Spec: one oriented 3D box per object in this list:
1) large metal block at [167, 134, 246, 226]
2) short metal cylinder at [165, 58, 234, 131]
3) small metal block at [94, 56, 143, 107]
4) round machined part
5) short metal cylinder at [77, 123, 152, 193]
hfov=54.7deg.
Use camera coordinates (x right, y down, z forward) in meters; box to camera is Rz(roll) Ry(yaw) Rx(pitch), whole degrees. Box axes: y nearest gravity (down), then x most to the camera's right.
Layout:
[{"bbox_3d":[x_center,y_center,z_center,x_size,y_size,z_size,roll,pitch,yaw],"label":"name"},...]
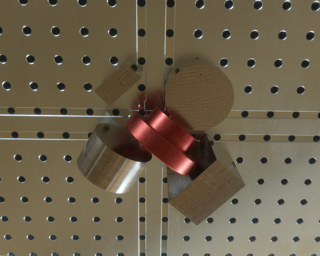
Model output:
[{"bbox_3d":[0.056,0.066,0.410,0.050,0.080,0.080,42,105,-14],"label":"large metal block"},{"bbox_3d":[0.046,-0.043,0.384,0.081,0.050,0.079,0,110,-1],"label":"short metal cylinder"},{"bbox_3d":[-0.049,-0.058,0.378,0.050,0.050,0.025,-40,106,13],"label":"small metal block"},{"bbox_3d":[0.008,0.011,0.379,0.098,0.098,0.042,39,93,-14],"label":"round machined part"},{"bbox_3d":[-0.058,0.037,0.397,0.080,0.080,0.050,29,107,-11],"label":"short metal cylinder"}]
